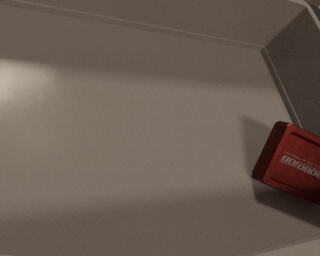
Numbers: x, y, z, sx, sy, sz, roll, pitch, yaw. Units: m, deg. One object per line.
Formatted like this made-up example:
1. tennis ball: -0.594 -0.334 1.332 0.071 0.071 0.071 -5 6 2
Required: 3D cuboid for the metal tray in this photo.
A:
1. metal tray: 0.211 0.055 0.450 0.131 0.030 0.090 23 94 -14
